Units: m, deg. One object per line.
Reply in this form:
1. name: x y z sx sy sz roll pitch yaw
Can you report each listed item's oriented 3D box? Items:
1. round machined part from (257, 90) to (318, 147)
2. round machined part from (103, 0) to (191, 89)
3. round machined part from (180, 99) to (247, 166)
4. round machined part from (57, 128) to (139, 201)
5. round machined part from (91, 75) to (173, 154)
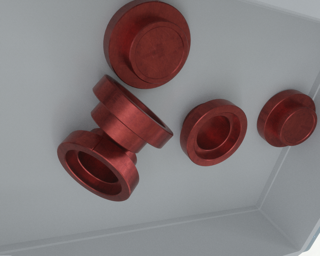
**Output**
1. round machined part: 0.213 -0.010 0.503 0.099 0.042 0.097 -9 120 -16
2. round machined part: -0.008 -0.088 0.340 0.099 0.042 0.097 -14 125 -21
3. round machined part: 0.071 0.003 0.440 0.099 0.042 0.097 -14 125 -21
4. round machined part: -0.067 0.038 0.363 0.042 0.098 0.098 -56 140 -38
5. round machined part: -0.035 -0.010 0.337 0.042 0.098 0.098 -48 129 5
